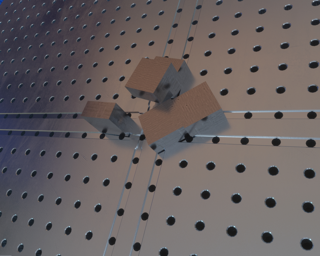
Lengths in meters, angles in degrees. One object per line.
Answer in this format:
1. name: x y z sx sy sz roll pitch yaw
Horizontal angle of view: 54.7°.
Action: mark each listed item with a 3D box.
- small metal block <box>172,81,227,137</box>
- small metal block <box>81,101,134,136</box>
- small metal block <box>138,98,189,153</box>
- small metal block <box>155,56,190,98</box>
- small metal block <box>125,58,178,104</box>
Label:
1. small metal block: 0.049 -0.024 0.396 0.050 0.025 0.050 -29 52 9
2. small metal block: -0.073 -0.013 0.437 0.050 0.050 0.025 6 65 30
3. small metal block: 0.005 -0.003 0.406 0.050 0.025 0.050 -29 52 9
4. small metal block: 0.008 -0.074 0.448 0.050 0.025 0.050 16 70 34
5. small metal block: -0.011 -0.065 0.421 0.050 0.025 0.050 18 71 34
